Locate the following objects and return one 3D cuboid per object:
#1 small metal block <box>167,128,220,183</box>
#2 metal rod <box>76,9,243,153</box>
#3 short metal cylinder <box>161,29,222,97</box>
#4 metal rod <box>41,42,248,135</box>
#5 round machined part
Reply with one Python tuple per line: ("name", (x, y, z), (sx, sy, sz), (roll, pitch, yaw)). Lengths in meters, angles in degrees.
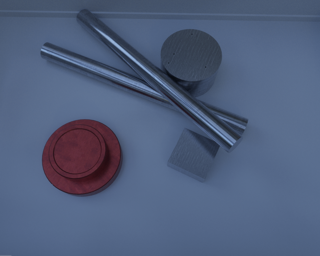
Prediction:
("small metal block", (0.043, 0.035, 0.397), (0.050, 0.025, 0.050), (25, 72, 8))
("metal rod", (-0.015, -0.075, 0.413), (0.025, 0.025, 0.300), (-41, 67, -14))
("short metal cylinder", (0.041, -0.088, 0.429), (0.081, 0.050, 0.080), (0, 70, -1))
("metal rod", (-0.026, -0.056, 0.429), (0.301, 0.025, 0.025), (22, 71, 7))
("round machined part", (-0.098, 0.034, 0.387), (0.099, 0.042, 0.098), (0, 70, -1))
